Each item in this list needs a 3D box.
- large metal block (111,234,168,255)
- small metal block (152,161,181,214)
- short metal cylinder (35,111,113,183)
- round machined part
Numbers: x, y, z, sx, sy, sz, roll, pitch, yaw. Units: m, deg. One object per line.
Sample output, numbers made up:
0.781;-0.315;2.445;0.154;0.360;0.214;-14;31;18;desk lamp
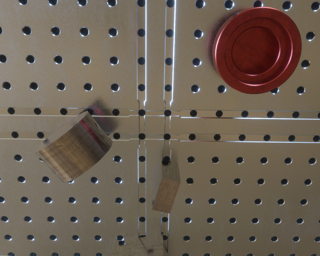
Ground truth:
-0.027;0.219;0.481;0.080;0.050;0.079;-11;110;3;large metal block
0.008;0.081;0.430;0.025;0.050;0.050;15;109;-6;small metal block
-0.108;0.023;0.391;0.080;0.080;0.050;-33;107;11;short metal cylinder
0.112;-0.093;0.372;0.099;0.042;0.097;0;110;-1;round machined part
